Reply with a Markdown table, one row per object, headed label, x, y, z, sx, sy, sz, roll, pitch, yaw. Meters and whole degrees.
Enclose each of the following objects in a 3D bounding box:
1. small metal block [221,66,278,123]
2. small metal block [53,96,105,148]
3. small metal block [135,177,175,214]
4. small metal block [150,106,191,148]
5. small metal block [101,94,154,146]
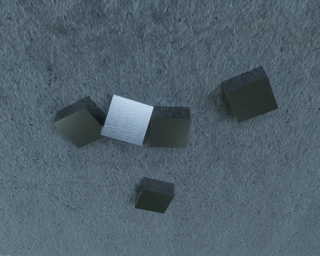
| label | x | y | z | sx | sy | sz | roll | pitch | yaw |
| --- | --- | --- | --- | --- | --- | --- | --- | --- | --- |
| small metal block | 0.109 | -0.040 | 0.374 | 0.050 | 0.025 | 0.050 | -21 | 127 | 17 |
| small metal block | -0.099 | -0.007 | 0.400 | 0.050 | 0.025 | 0.050 | -23 | 127 | 18 |
| small metal block | -0.009 | 0.109 | 0.500 | 0.050 | 0.025 | 0.050 | 14 | 129 | -12 |
| small metal block | 0.012 | -0.001 | 0.406 | 0.050 | 0.025 | 0.050 | 1 | 130 | -2 |
| small metal block | -0.041 | -0.010 | 0.382 | 0.050 | 0.025 | 0.050 | 17 | 92 | -14 |
